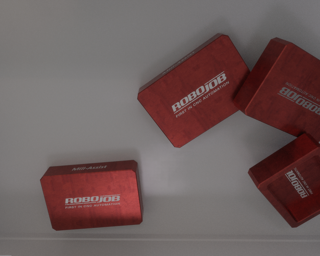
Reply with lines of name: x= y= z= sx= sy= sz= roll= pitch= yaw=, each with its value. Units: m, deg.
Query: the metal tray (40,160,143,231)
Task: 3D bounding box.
metal tray: x=-0.094 y=0.097 z=0.443 sx=0.131 sy=0.030 sz=0.089 roll=-5 pitch=110 yaw=1

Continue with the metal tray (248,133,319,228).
metal tray: x=0.188 y=0.075 z=0.416 sx=0.090 sy=0.030 sz=0.130 roll=-37 pitch=125 yaw=12

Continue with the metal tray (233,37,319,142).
metal tray: x=0.166 y=-0.040 z=0.376 sx=0.131 sy=0.030 sz=0.089 roll=20 pitch=110 yaw=-25

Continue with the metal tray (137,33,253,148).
metal tray: x=0.049 y=-0.045 z=0.392 sx=0.130 sy=0.030 sz=0.090 roll=-34 pitch=107 yaw=11
